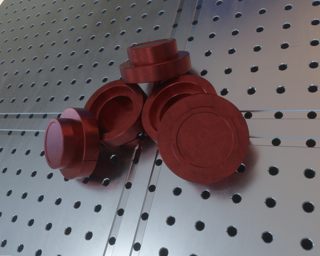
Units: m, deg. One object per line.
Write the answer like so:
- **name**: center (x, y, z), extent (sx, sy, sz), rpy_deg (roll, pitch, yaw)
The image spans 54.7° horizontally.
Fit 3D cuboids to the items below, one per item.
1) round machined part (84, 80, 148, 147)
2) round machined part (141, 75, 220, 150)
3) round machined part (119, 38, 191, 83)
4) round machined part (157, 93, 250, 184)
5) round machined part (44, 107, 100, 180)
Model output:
- **round machined part**: center (-0.058, -0.017, 0.435), extent (0.098, 0.042, 0.098), rpy_deg (-13, 56, 20)
- **round machined part**: center (0.030, -0.015, 0.390), extent (0.098, 0.042, 0.098), rpy_deg (-13, 56, 20)
- **round machined part**: center (-0.008, -0.096, 0.426), extent (0.099, 0.042, 0.098), rpy_deg (-10, 21, 4)
- **round machined part**: center (0.046, 0.011, 0.331), extent (0.099, 0.042, 0.097), rpy_deg (0, 91, 3)
- **round machined part**: center (-0.124, 0.021, 0.418), extent (0.098, 0.042, 0.097), rpy_deg (-3, 86, 50)
